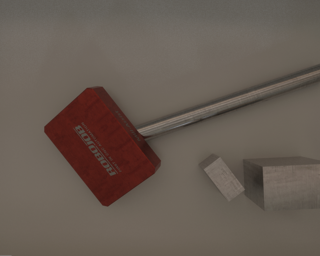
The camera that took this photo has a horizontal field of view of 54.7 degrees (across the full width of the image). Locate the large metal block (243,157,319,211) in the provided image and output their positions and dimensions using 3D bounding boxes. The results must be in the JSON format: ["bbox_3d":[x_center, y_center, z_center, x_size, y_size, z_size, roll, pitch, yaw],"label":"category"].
[{"bbox_3d":[0.156,0.066,0.386,0.081,0.080,0.050,-3,90,-1],"label":"large metal block"}]

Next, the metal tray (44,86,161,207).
[{"bbox_3d":[-0.073,0.023,0.394,0.090,0.030,0.130,-38,91,18],"label":"metal tray"}]

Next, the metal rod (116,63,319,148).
[{"bbox_3d":[0.075,-0.027,0.412,0.302,0.025,0.025,-19,90,-1],"label":"metal rod"}]

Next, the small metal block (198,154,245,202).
[{"bbox_3d":[0.078,0.062,0.400,0.025,0.050,0.050,-37,90,0],"label":"small metal block"}]
